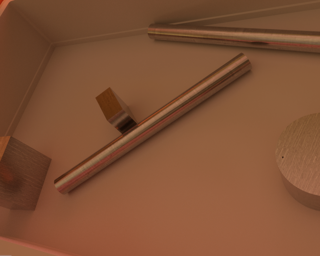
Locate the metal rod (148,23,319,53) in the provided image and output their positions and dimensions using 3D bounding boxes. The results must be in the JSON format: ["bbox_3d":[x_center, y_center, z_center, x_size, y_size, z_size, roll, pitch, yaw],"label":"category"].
[{"bbox_3d":[0.108,-0.125,0.424,0.300,0.025,0.025,16,70,34],"label":"metal rod"}]

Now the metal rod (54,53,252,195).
[{"bbox_3d":[-0.013,-0.003,0.412,0.300,0.025,0.025,-34,52,5],"label":"metal rod"}]

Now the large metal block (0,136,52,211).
[{"bbox_3d":[-0.212,0.066,0.439,0.050,0.080,0.080,-5,60,25],"label":"large metal block"}]

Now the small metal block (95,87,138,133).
[{"bbox_3d":[-0.058,-0.021,0.432,0.025,0.050,0.050,-37,51,4],"label":"small metal block"}]

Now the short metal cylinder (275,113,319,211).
[{"bbox_3d":[0.154,0.032,0.289,0.080,0.050,0.080,-13,56,20],"label":"short metal cylinder"}]
